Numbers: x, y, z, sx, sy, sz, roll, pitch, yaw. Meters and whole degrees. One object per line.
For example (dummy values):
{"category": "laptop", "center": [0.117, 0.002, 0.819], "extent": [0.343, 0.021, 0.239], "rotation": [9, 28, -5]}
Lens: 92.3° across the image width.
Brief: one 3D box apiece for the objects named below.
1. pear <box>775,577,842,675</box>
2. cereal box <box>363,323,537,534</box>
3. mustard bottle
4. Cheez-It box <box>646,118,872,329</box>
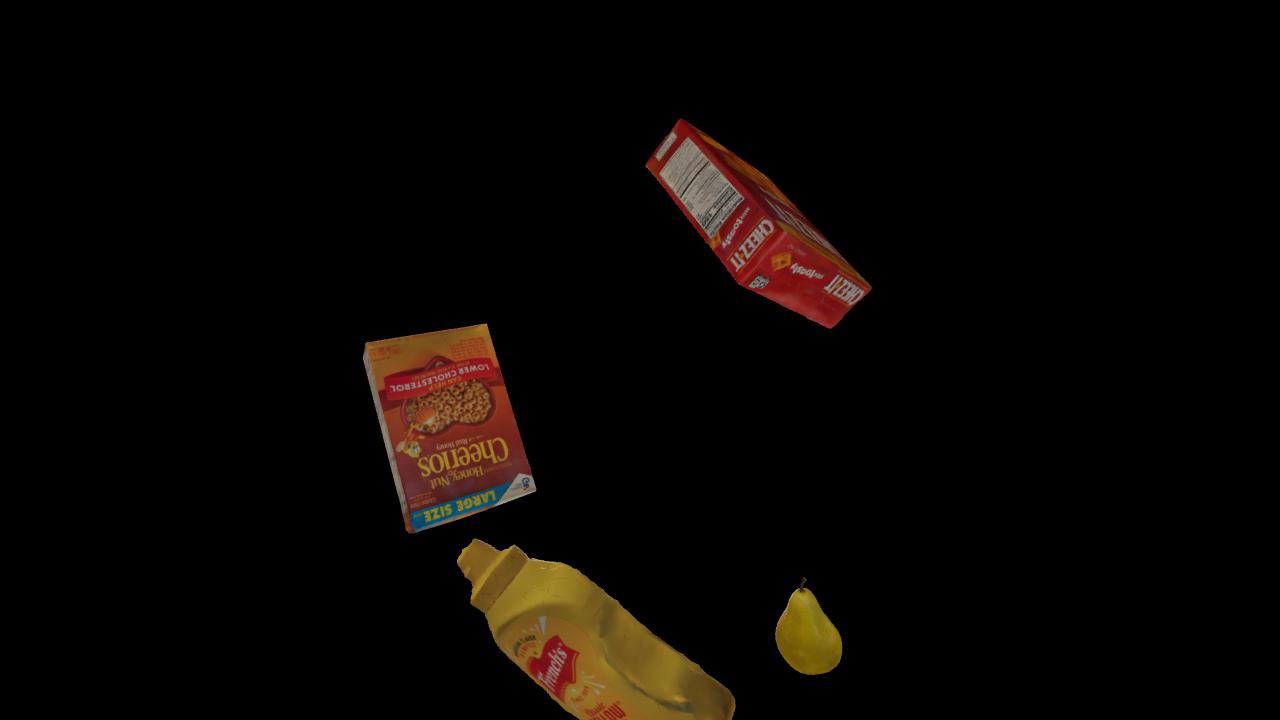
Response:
{"category": "pear", "center": [0.192, 0.306, 0.724], "extent": [0.080, 0.111, 0.080], "rotation": [-13, -1, 0]}
{"category": "cereal box", "center": [-0.312, 0.104, 1.009], "extent": [0.203, 0.306, 0.081], "rotation": [-12, -13, -32]}
{"category": "mustard bottle", "center": [-0.038, 0.174, 0.378], "extent": [0.054, 0.184, 0.092], "rotation": [-47, -5, -48]}
{"category": "Cheez-It box", "center": [0.122, -0.145, 0.650], "extent": [0.166, 0.223, 0.071], "rotation": [16, -55, -41]}
